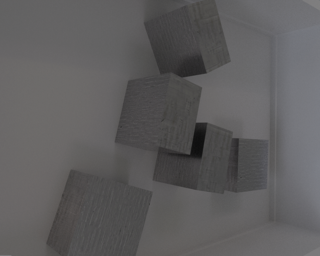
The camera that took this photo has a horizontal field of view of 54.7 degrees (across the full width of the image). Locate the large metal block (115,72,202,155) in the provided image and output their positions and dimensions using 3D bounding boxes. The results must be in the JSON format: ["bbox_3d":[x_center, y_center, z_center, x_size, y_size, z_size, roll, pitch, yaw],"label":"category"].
[{"bbox_3d":[-0.003,-0.015,0.368,0.050,0.080,0.080,18,78,-39],"label":"large metal block"}]

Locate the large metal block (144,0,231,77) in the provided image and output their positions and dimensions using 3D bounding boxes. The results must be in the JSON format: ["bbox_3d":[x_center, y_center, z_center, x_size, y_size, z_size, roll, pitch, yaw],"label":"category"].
[{"bbox_3d":[0.035,-0.111,0.399,0.050,0.080,0.080,-31,109,-36],"label":"large metal block"}]

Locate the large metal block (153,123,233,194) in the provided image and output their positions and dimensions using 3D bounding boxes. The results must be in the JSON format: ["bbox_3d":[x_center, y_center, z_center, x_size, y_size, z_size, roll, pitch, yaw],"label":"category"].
[{"bbox_3d":[0.042,0.038,0.406,0.050,0.080,0.080,17,79,-39],"label":"large metal block"}]

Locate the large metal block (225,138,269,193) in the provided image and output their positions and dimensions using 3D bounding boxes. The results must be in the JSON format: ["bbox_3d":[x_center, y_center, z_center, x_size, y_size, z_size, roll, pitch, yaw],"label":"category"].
[{"bbox_3d":[0.129,0.057,0.498,0.081,0.050,0.080,4,87,-40],"label":"large metal block"}]

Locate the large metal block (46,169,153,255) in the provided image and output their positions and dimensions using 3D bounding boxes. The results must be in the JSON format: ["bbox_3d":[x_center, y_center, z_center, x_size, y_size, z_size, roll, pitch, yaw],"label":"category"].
[{"bbox_3d":[-0.063,0.096,0.337,0.080,0.050,0.080,25,74,-37],"label":"large metal block"}]
